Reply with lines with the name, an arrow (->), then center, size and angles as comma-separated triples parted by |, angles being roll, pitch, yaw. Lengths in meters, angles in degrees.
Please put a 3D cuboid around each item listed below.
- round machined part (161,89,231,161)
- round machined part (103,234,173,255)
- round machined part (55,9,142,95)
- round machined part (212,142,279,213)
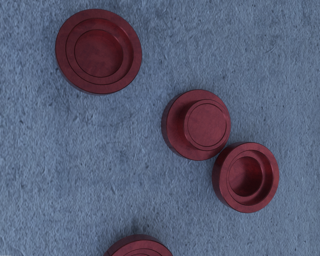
round machined part -> 0.054, -0.004, 0.420 | 0.099, 0.042, 0.097 | 0, 90, -20
round machined part -> -0.031, 0.182, 0.389 | 0.099, 0.042, 0.097 | 0, 90, -20
round machined part -> -0.075, -0.087, 0.372 | 0.099, 0.042, 0.097 | 0, 90, -20
round machined part -> 0.117, 0.068, 0.443 | 0.099, 0.042, 0.097 | 0, 90, -20
